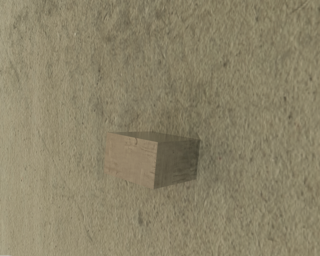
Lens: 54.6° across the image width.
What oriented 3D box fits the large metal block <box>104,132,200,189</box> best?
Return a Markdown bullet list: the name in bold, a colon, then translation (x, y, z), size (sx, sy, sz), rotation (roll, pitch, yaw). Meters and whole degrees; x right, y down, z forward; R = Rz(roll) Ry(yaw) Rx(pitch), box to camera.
- **large metal block**: translation (-0.009, 0.034, 0.378), size (0.080, 0.081, 0.050), rotation (9, 96, 40)
